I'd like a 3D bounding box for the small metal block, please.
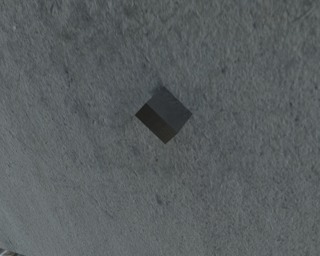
[{"bbox_3d":[0.006,-0.016,0.378,0.050,0.050,0.025,44,129,-2],"label":"small metal block"}]
